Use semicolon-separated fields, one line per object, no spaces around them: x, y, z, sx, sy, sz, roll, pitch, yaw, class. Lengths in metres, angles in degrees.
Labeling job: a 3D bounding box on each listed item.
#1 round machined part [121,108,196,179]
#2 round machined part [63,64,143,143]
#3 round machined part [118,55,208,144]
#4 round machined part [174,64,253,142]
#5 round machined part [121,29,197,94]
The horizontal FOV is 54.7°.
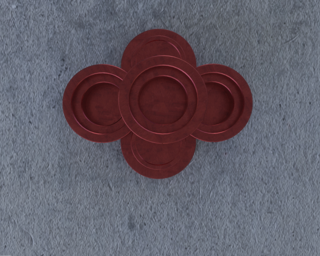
-0.002;0.018;0.402;0.099;0.042;0.097;0;90;-1;round machined part
-0.071;-0.030;0.402;0.099;0.042;0.097;0;90;-1;round machined part
0.003;-0.031;0.360;0.099;0.042;0.097;0;90;-1;round machined part
0.066;-0.031;0.403;0.099;0.042;0.097;0;90;-1;round machined part
-0.001;-0.081;0.402;0.099;0.042;0.097;0;90;-1;round machined part
